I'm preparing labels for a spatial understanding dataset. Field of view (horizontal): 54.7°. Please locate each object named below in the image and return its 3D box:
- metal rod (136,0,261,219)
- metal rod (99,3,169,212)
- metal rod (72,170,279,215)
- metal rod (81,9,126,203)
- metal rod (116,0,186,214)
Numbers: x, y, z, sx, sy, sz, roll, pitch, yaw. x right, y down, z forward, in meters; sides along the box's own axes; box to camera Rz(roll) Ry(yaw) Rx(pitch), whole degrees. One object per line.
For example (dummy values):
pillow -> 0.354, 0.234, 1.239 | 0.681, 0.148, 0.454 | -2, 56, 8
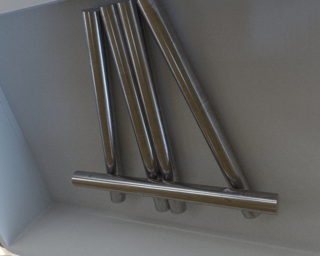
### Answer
metal rod -> 0.054, -0.014, 0.370 | 0.025, 0.025, 0.299 | -17, 110, 35
metal rod -> -0.026, -0.009, 0.415 | 0.025, 0.025, 0.298 | 1, 119, 28
metal rod -> 0.002, 0.084, 0.424 | 0.300, 0.025, 0.025 | 2, 119, 27
metal rod -> -0.075, -0.011, 0.440 | 0.025, 0.025, 0.298 | 11, 124, 22
metal rod -> -0.004, -0.009, 0.404 | 0.025, 0.025, 0.298 | 1, 119, 28
